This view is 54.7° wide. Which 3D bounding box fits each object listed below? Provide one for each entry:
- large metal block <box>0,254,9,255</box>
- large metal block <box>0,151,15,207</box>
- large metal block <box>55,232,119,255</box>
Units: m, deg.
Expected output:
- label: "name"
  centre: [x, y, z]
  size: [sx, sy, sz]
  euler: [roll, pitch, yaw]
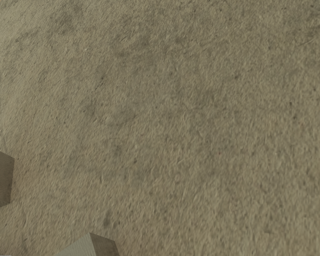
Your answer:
- label: "large metal block"
  centre: [-0.222, 0.197, 0.382]
  size: [0.080, 0.050, 0.080]
  euler: [0, 61, 27]
- label: "large metal block"
  centre: [-0.272, 0.073, 0.464]
  size: [0.050, 0.080, 0.080]
  euler: [-23, 53, 14]
- label: "large metal block"
  centre: [-0.081, 0.171, 0.324]
  size: [0.080, 0.050, 0.080]
  euler: [-35, 52, 5]
